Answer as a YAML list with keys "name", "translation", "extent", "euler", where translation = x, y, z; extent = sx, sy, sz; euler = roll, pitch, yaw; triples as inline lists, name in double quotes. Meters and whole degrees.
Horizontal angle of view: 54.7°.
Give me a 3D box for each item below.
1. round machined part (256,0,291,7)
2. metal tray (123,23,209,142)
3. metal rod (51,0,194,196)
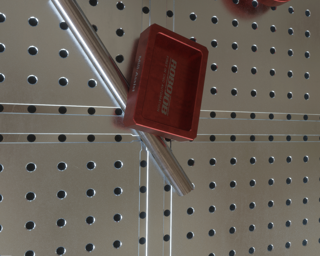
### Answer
- name: "round machined part"
  translation: [0.164, -0.230, 0.463]
  extent: [0.099, 0.042, 0.097]
  euler: [0, 90, -20]
- name: "metal tray"
  translation: [0.011, -0.055, 0.396]
  extent: [0.091, 0.030, 0.129]
  euler: [16, 76, -27]
- name: "metal rod"
  translation: [-0.043, -0.038, 0.396]
  extent: [0.025, 0.025, 0.299]
  euler: [-36, 102, -16]
